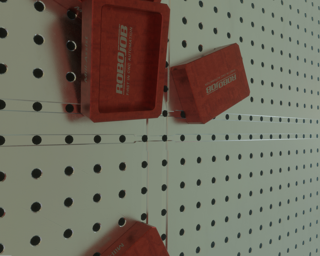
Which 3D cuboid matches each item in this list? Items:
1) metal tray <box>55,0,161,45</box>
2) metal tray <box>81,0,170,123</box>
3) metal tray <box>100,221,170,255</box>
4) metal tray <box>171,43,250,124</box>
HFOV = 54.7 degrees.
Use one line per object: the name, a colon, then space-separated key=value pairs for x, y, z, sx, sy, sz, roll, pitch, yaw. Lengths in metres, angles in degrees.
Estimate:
metal tray: x=-0.061 y=-0.162 z=0.355 sx=0.131 sy=0.030 sz=0.090 roll=27 pitch=73 yaw=-37
metal tray: x=-0.039 y=-0.075 z=0.346 sx=0.091 sy=0.030 sz=0.129 roll=-5 pitch=108 yaw=-33
metal tray: x=-0.043 y=0.190 z=0.372 sx=0.131 sy=0.030 sz=0.090 roll=-36 pitch=112 yaw=-34
metal tray: x=0.083 y=-0.071 z=0.478 sx=0.131 sy=0.030 sz=0.089 roll=-30 pitch=109 yaw=-36
